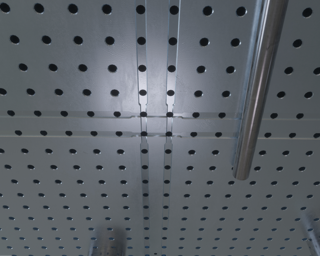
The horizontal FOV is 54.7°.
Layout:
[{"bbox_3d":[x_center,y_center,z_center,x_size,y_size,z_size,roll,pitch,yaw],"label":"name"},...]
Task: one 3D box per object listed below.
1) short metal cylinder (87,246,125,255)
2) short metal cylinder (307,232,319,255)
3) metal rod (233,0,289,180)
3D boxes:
[{"bbox_3d":[-0.114,0.289,0.640,0.081,0.050,0.079,0,130,0],"label":"short metal cylinder"},{"bbox_3d":[0.338,0.242,0.605,0.081,0.050,0.079,0,130,0],"label":"short metal cylinder"},{"bbox_3d":[0.118,-0.043,0.375,0.025,0.025,0.298,-2,130,1],"label":"metal rod"}]
